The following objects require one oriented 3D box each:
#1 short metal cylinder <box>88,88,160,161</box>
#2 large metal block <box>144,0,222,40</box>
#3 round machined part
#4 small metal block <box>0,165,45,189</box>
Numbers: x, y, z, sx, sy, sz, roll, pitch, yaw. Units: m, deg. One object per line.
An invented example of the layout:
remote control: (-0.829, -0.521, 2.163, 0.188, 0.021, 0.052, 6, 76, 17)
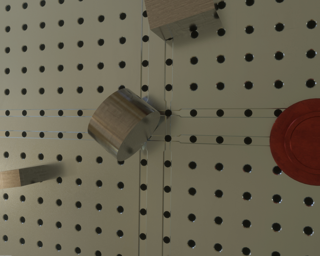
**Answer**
short metal cylinder: (-0.045, -0.004, 0.398, 0.050, 0.080, 0.080, 39, 102, 15)
large metal block: (0.026, -0.167, 0.390, 0.080, 0.050, 0.080, -12, 86, 19)
round machined part: (0.173, 0.016, 0.343, 0.098, 0.042, 0.097, 0, 90, 19)
small metal block: (-0.215, 0.075, 0.473, 0.050, 0.050, 0.025, -10, 87, 19)
